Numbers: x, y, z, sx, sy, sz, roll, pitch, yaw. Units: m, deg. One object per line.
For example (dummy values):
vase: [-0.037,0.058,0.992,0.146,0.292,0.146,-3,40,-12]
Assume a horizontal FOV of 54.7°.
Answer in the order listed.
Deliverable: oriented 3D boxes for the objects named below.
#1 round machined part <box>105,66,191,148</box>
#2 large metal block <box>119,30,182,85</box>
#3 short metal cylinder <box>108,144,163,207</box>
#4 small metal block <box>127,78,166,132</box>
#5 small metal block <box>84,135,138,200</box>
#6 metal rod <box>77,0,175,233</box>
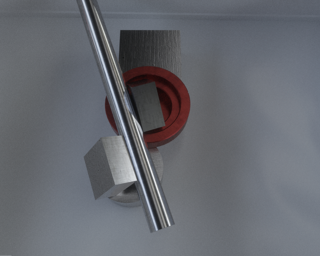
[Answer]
round machined part: [-0.014,-0.022,0.376,0.099,0.042,0.098,0,70,-1]
large metal block: [-0.013,-0.085,0.424,0.081,0.050,0.080,0,70,-1]
short metal cylinder: [-0.037,0.053,0.376,0.081,0.050,0.080,0,70,0]
small metal block: [-0.017,-0.028,0.354,0.025,0.050,0.050,-16,106,-10]
small metal block: [-0.053,0.042,0.324,0.025,0.050,0.050,-5,65,-38]
metal rod: [-0.046,-0.036,0.346,0.025,0.025,0.299,-18,71,-7]
